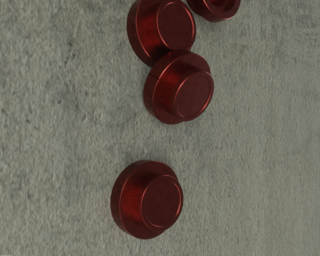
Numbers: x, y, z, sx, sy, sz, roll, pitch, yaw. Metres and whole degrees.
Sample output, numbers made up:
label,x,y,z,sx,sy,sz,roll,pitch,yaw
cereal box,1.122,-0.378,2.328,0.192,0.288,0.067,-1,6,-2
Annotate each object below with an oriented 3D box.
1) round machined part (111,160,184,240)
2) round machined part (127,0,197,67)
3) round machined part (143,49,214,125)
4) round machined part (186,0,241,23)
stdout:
label,x,y,z,sx,sy,sz,roll,pitch,yaw
round machined part,-0.009,0.091,0.389,0.099,0.042,0.097,0,90,-40
round machined part,0.009,-0.128,0.403,0.099,0.042,0.097,0,90,-40
round machined part,0.031,-0.047,0.396,0.099,0.042,0.097,-24,132,-30
round machined part,0.074,-0.205,0.457,0.099,0.042,0.097,0,90,-40
